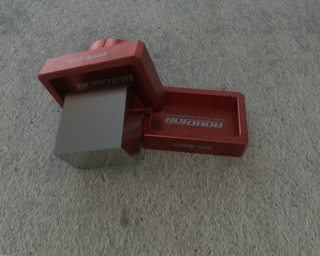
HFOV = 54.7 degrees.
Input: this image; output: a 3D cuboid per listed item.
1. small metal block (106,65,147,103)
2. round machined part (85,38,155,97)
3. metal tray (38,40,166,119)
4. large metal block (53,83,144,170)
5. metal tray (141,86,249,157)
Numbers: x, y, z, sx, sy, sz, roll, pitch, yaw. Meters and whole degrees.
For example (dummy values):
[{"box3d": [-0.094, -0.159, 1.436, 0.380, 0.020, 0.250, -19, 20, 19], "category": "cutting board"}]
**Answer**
[{"box3d": [-0.049, -0.066, 0.460, 0.050, 0.025, 0.050, 5, 50, 4], "category": "small metal block"}, {"box3d": [-0.054, -0.077, 0.407, 0.099, 0.097, 0.042, 5, 50, 3], "category": "round machined part"}, {"box3d": [-0.068, -0.052, 0.383, 0.130, 0.090, 0.030, -7, 49, 18], "category": "metal tray"}, {"box3d": [-0.068, 0.000, 0.363, 0.080, 0.050, 0.080, -7, 61, 17], "category": "large metal block"}, {"box3d": [0.046, -0.011, 0.411, 0.131, 0.030, 0.090, 5, 50, 3], "category": "metal tray"}]
